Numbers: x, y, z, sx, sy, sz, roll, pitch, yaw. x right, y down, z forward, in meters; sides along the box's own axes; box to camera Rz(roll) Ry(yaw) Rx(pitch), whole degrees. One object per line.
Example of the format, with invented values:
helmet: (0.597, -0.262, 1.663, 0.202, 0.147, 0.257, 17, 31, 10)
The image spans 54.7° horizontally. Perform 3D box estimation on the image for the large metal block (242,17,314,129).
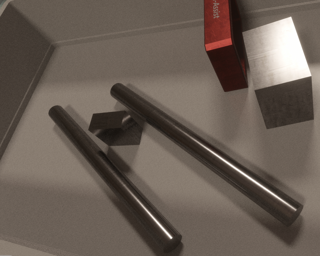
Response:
large metal block: (0.129, -0.056, 0.337, 0.050, 0.080, 0.080, -14, 56, 20)

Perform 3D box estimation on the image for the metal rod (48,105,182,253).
metal rod: (-0.079, 0.047, 0.415, 0.025, 0.025, 0.300, -47, 52, -5)

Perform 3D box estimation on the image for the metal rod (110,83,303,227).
metal rod: (0.030, 0.012, 0.380, 0.025, 0.025, 0.300, -49, 52, -6)

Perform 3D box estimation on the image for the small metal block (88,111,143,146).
small metal block: (-0.059, 0.002, 0.418, 0.050, 0.050, 0.025, -4, 60, 26)

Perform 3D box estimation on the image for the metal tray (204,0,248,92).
metal tray: (0.084, -0.123, 0.394, 0.030, 0.090, 0.130, -10, 58, 23)
